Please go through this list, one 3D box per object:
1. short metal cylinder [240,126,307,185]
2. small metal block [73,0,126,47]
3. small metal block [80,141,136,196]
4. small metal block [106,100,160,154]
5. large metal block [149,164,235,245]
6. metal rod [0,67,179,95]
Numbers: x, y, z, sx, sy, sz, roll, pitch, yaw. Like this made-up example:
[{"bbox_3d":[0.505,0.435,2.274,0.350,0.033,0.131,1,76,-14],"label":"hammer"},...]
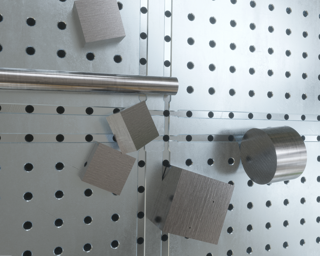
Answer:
[{"bbox_3d":[0.160,0.038,0.445,0.050,0.080,0.079,-5,92,-20],"label":"short metal cylinder"},{"bbox_3d":[-0.076,-0.132,0.385,0.050,0.025,0.050,-16,96,-20],"label":"small metal block"},{"bbox_3d":[-0.065,0.050,0.389,0.050,0.025,0.050,26,82,-19],"label":"small metal block"},{"bbox_3d":[-0.033,-0.002,0.389,0.050,0.025,0.050,-33,103,-51],"label":"small metal block"},{"bbox_3d":[0.043,0.101,0.417,0.080,0.050,0.080,21,83,-19],"label":"large metal block"},{"bbox_3d":[-0.121,-0.056,0.368,0.303,0.025,0.025,0,90,-21],"label":"metal rod"}]
